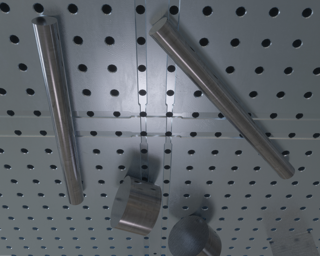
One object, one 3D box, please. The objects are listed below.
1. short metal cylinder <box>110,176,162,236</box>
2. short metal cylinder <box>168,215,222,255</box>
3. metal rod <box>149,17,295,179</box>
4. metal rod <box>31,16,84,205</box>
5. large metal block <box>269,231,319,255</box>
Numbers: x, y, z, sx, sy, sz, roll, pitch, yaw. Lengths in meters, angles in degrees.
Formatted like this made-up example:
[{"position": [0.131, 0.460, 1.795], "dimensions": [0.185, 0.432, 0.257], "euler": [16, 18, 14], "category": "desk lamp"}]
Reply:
[{"position": [-0.038, 0.119, 0.477], "dimensions": [0.050, 0.080, 0.080], "euler": [21, 127, -17], "category": "short metal cylinder"}, {"position": [0.062, 0.204, 0.550], "dimensions": [0.080, 0.080, 0.050], "euler": [-25, 126, 20], "category": "short metal cylinder"}, {"position": [0.095, -0.019, 0.396], "dimensions": [0.025, 0.025, 0.300], "euler": [-33, 123, 25], "category": "metal rod"}, {"position": [-0.128, 0.003, 0.413], "dimensions": [0.025, 0.025, 0.298], "euler": [3, 130, -3], "category": "metal rod"}, {"position": [0.268, 0.258, 0.598], "dimensions": [0.080, 0.080, 0.050], "euler": [-22, 127, 17], "category": "large metal block"}]
